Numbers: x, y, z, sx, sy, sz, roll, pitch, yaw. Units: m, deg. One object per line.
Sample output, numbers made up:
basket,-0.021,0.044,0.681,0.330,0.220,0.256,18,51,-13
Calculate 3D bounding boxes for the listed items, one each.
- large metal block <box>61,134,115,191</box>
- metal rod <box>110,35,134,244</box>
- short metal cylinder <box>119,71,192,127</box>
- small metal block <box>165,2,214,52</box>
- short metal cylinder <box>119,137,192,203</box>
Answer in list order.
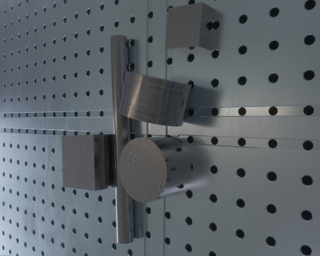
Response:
large metal block,-0.107,0.051,0.482,0.080,0.050,0.080,-3,88,40
metal rod,-0.056,0.015,0.455,0.025,0.025,0.298,-3,88,40
short metal cylinder,-0.006,-0.036,0.378,0.080,0.081,0.050,20,103,38
small metal block,0.036,-0.122,0.380,0.050,0.025,0.050,8,95,39
short metal cylinder,-0.007,0.051,0.399,0.080,0.050,0.079,0,90,40
